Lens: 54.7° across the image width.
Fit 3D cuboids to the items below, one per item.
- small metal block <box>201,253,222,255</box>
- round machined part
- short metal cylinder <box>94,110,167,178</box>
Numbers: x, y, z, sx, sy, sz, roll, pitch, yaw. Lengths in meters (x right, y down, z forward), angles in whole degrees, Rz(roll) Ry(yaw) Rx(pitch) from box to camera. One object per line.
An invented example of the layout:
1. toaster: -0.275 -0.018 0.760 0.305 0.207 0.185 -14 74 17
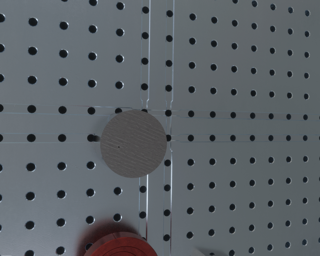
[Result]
1. small metal block: 0.081 0.211 0.443 0.050 0.025 0.050 17 84 -19
2. round machined part: -0.052 0.177 0.385 0.099 0.042 0.097 0 90 -20
3. short metal cylinder: -0.038 0.019 0.385 0.081 0.050 0.079 0 90 -20
